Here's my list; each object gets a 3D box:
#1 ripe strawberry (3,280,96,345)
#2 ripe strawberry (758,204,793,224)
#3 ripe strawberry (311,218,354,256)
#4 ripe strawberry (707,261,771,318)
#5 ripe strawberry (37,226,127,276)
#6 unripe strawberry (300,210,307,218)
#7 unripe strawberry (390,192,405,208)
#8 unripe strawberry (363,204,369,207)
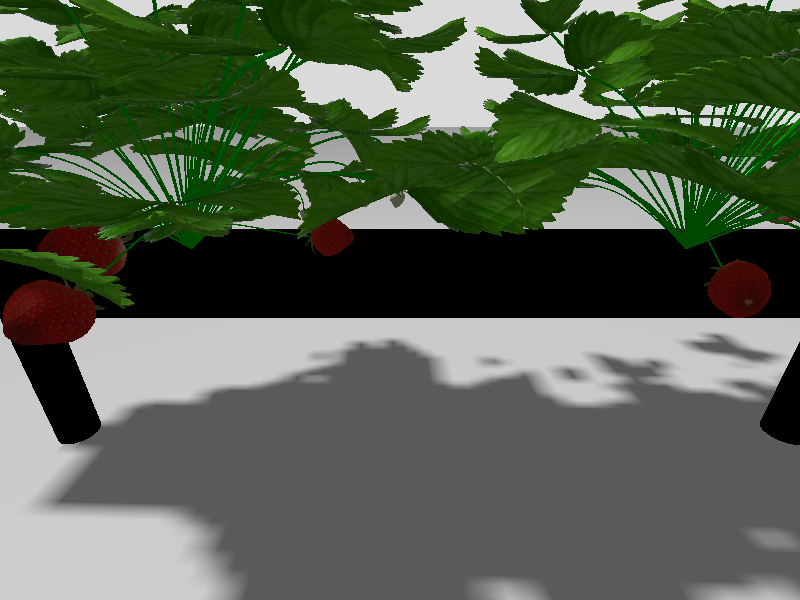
[{"bbox_3d":[-0.182,0.008,0.206,0.038,0.033,0.038,-1,26,-2],"label":"ripe strawberry"},{"bbox_3d":[0.430,-0.106,0.449,0.041,0.041,0.038,-9,26,-30],"label":"ripe strawberry"},{"bbox_3d":[-0.056,-0.053,0.338,0.034,0.033,0.037,4,25,8],"label":"ripe strawberry"},{"bbox_3d":[0.200,-0.005,0.235,0.029,0.033,0.032,11,28,22],"label":"ripe strawberry"},{"bbox_3d":[-0.226,-0.034,0.283,0.051,0.045,0.046,11,28,22],"label":"ripe strawberry"},{"bbox_3d":[-0.110,-0.098,0.461,0.011,0.010,0.010,17,30,32],"label":"unripe strawberry"},{"bbox_3d":[-0.004,-0.130,0.517,0.021,0.022,0.020,-21,33,-38],"label":"unripe strawberry"},{"bbox_3d":[-0.040,-0.112,0.464,0.010,0.010,0.009,-18,31,-34],"label":"unripe strawberry"}]
